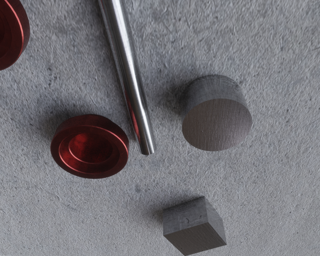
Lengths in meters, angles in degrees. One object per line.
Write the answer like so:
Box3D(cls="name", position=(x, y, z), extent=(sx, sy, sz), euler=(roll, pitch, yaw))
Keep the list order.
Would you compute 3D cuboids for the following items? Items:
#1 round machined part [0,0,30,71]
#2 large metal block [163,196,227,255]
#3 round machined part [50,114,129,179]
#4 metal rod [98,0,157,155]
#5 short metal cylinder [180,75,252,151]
Box3D(cls="round machined part", position=(-0.178, -0.107, 0.303), extent=(0.099, 0.042, 0.097), euler=(0, 130, 0))
Box3D(cls="large metal block", position=(0.060, 0.172, 0.538), extent=(0.080, 0.050, 0.080), euler=(-23, 127, 18))
Box3D(cls="round machined part", position=(-0.090, 0.020, 0.412), extent=(0.099, 0.042, 0.097), euler=(0, 130, 0))
Box3D(cls="metal rod", position=(-0.039, -0.083, 0.335), extent=(0.025, 0.025, 0.298), euler=(-7, 130, 5))
Box3D(cls="short metal cylinder", position=(0.066, -0.017, 0.376), extent=(0.081, 0.050, 0.079), euler=(0, 130, 0))
